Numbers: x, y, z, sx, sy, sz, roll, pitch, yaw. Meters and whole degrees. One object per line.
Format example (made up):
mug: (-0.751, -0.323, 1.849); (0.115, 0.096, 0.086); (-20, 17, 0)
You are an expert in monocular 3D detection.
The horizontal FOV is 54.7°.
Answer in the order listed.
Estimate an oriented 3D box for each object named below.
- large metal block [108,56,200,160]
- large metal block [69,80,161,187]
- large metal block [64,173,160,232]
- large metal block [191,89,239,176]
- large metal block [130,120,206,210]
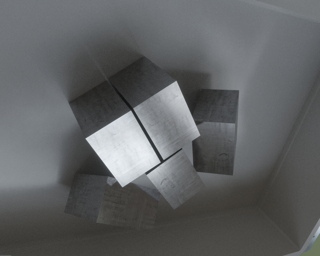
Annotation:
large metal block: (-0.007, -0.024, 0.354); (0.050, 0.080, 0.080); (-34, 129, -7)
large metal block: (-0.051, 0.005, 0.348); (0.050, 0.080, 0.080); (-33, 129, -7)
large metal block: (-0.059, 0.092, 0.389); (0.080, 0.080, 0.050); (24, 71, -37)
large metal block: (0.075, 0.003, 0.408); (0.050, 0.080, 0.079); (4, 126, 15)
large metal block: (0.005, 0.045, 0.403); (0.050, 0.080, 0.080); (-36, 130, -5)
